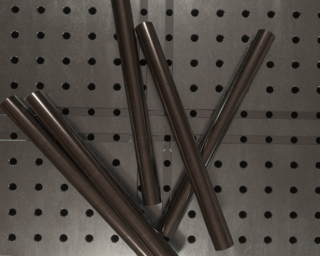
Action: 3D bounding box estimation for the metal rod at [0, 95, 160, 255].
[{"bbox_3d":[-0.100,0.075,0.412,0.025,0.025,0.300,-43,91,0],"label":"metal rod"}]

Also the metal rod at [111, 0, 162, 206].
[{"bbox_3d":[-0.033,-0.047,0.412,0.025,0.025,0.298,-9,90,0],"label":"metal rod"}]

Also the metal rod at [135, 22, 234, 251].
[{"bbox_3d":[0.028,0.004,0.394,0.025,0.025,0.299,-20,83,0],"label":"metal rod"}]

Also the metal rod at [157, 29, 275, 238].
[{"bbox_3d":[0.074,0.007,0.414,0.025,0.025,0.299,27,90,-1],"label":"metal rod"}]

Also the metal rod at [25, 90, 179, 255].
[{"bbox_3d":[-0.070,0.072,0.401,0.025,0.025,0.300,-41,86,0],"label":"metal rod"}]
